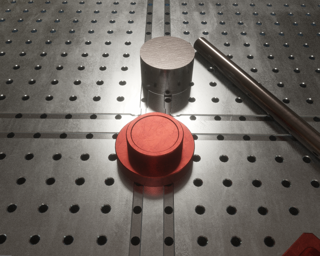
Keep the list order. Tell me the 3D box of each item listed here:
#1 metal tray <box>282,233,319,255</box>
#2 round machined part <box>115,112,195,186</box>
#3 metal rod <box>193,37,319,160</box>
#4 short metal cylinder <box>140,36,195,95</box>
[{"bbox_3d":[0.112,0.163,0.248,0.130,0.030,0.090,-39,59,-13],"label":"metal tray"},{"bbox_3d":[-0.006,0.019,0.381,0.099,0.042,0.098,0,50,0],"label":"round machined part"},{"bbox_3d":[0.146,-0.046,0.447,0.025,0.025,0.300,-25,55,-20],"label":"metal rod"},{"bbox_3d":[0.011,-0.096,0.472,0.081,0.050,0.080,0,50,0],"label":"short metal cylinder"}]
